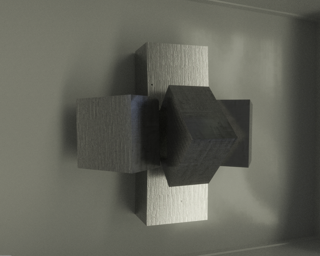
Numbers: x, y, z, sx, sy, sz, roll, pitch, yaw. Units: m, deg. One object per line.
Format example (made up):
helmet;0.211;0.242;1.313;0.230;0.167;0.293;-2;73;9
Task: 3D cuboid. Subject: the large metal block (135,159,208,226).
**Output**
large metal block;0.014;0.076;0.401;0.081;0.050;0.080;1;90;-20

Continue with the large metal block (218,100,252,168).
large metal block;0.093;0.006;0.407;0.050;0.080;0.080;1;90;19

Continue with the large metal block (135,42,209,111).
large metal block;0.015;-0.062;0.398;0.081;0.050;0.080;-2;91;-20

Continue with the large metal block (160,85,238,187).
large metal block;0.033;0.009;0.350;0.050;0.079;0.080;-1;47;-21

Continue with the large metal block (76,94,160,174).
large metal block;-0.048;0.006;0.354;0.050;0.080;0.079;-3;92;-57
